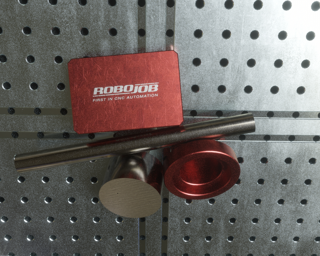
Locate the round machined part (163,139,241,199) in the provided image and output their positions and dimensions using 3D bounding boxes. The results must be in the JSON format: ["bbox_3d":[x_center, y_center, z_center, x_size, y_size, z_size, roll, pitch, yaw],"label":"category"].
[{"bbox_3d":[0.053,0.049,0.411,0.099,0.042,0.097,-3,132,-3],"label":"round machined part"}]

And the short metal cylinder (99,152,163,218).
[{"bbox_3d":[-0.036,0.076,0.415,0.080,0.050,0.079,3,129,4],"label":"short metal cylinder"}]

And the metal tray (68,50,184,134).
[{"bbox_3d":[-0.040,-0.043,0.380,0.131,0.030,0.089,-5,92,0],"label":"metal tray"}]

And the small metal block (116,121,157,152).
[{"bbox_3d":[-0.036,0.015,0.427,0.050,0.025,0.050,17,109,-7],"label":"small metal block"}]

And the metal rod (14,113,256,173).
[{"bbox_3d":[-0.033,0.020,0.393,0.302,0.025,0.025,-10,110,3],"label":"metal rod"}]
